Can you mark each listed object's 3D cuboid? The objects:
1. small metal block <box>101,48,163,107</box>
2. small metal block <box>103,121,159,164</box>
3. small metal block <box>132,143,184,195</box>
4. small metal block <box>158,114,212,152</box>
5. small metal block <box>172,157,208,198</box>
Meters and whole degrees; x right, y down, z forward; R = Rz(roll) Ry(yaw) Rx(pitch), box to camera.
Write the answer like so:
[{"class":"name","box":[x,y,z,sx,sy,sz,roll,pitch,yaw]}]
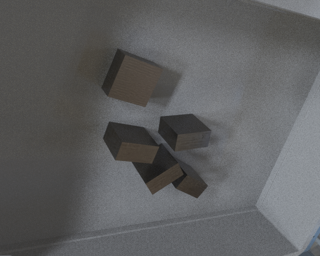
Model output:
[{"class":"small metal block","box":[-0.032,-0.057,0.357,0.050,0.025,0.050,14,111,-35]},{"class":"small metal block","box":[-0.037,0.018,0.385,0.050,0.050,0.025,10,114,-33]},{"class":"small metal block","box":[-0.004,0.055,0.426,0.050,0.050,0.025,-32,129,-8]},{"class":"small metal block","box":[0.032,0.005,0.415,0.050,0.050,0.025,-6,121,-26]},{"class":"small metal block","box":[0.036,0.072,0.459,0.050,0.050,0.025,32,100,-39]}]
